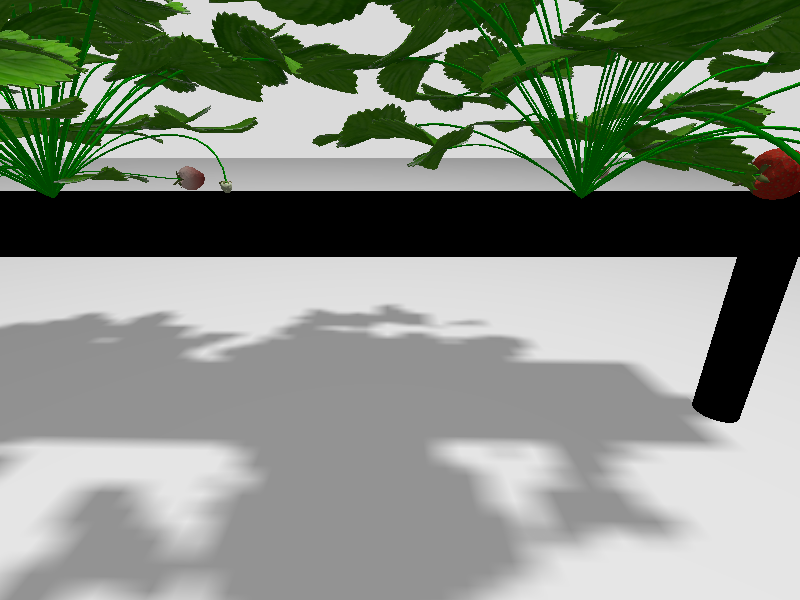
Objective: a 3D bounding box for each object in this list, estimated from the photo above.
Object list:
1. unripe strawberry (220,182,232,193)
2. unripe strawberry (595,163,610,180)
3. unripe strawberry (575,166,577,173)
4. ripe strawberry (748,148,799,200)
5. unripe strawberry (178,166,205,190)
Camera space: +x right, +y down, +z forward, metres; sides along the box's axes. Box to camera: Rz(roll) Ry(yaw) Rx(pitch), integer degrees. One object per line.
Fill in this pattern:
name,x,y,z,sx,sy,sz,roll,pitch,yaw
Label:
unripe strawberry,-0.149,-0.097,0.344,0.010,0.010,0.009,-1,21,-2
unripe strawberry,0.256,-0.167,0.516,0.027,0.024,0.025,11,13,26
unripe strawberry,0.225,-0.167,0.514,0.011,0.012,0.011,8,22,19
ripe strawberry,0.326,-0.107,0.342,0.043,0.042,0.040,0,21,-2
unripe strawberry,-0.212,-0.124,0.409,0.024,0.023,0.022,-17,27,-40
